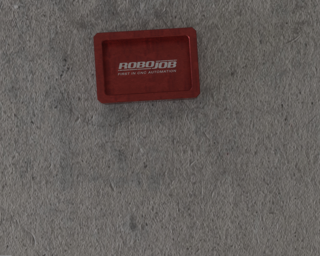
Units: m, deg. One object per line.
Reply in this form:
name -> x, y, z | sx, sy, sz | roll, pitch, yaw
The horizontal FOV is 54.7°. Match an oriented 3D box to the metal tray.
metal tray -> -0.017, -0.080, 0.407 | 0.131, 0.030, 0.089 | -4, 90, 0
